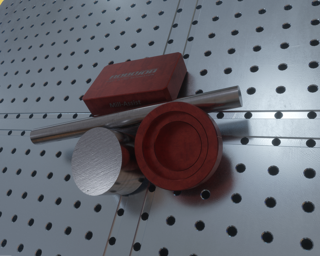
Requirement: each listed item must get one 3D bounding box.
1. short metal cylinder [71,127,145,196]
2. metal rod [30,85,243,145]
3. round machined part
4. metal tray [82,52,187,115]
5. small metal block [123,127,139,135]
[{"bbox_3d":[-0.062,0.042,0.382,0.080,0.050,0.080,-7,76,32],"label":"short metal cylinder"},{"bbox_3d":[-0.047,-0.011,0.405,0.301,0.025,0.025,-10,58,22],"label":"metal rod"},{"bbox_3d":[0.024,0.021,0.356,0.098,0.042,0.097,-3,82,24],"label":"round machined part"},{"bbox_3d":[-0.035,-0.063,0.442,0.130,0.030,0.090,-4,41,25],"label":"metal tray"},{"bbox_3d":[-0.037,0.012,0.430,0.050,0.025,0.050,20,72,35],"label":"small metal block"}]
